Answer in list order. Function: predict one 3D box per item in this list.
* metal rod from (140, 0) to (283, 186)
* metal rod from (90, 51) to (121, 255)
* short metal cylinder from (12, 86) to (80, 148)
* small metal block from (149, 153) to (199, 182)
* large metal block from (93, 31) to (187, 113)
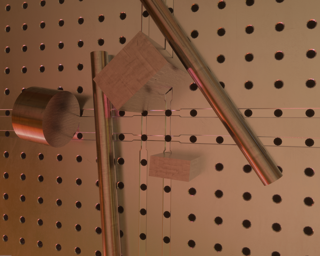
[{"bbox_3d":[0.056,-0.063,0.392,0.025,0.025,0.299,-35,79,16],"label":"metal rod"},{"bbox_3d":[-0.076,0.042,0.438,0.025,0.025,0.298,-4,89,19],"label":"metal rod"},{"bbox_3d":[-0.158,-0.016,0.438,0.050,0.080,0.079,10,94,19],"label":"short metal cylinder"},{"bbox_3d":[0.019,0.048,0.392,0.050,0.050,0.025,5,92,19],"label":"small metal block"},{"bbox_3d":[-0.022,-0.065,0.390,0.080,0.080,0.050,-42,77,15],"label":"large metal block"}]
